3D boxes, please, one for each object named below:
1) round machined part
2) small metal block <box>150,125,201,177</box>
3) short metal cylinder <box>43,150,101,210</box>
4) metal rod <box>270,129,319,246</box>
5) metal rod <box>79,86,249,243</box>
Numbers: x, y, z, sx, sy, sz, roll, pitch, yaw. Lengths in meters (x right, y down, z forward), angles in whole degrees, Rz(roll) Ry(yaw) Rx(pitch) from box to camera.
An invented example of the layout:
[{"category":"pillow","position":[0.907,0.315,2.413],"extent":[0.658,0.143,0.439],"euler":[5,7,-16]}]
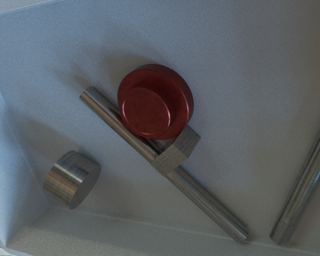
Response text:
[{"category":"round machined part","position":[-0.011,-0.026,0.386],"extent":[0.098,0.042,0.097],"euler":[13,124,20]},{"category":"small metal block","position":[0.020,0.029,0.398],"extent":[0.025,0.050,0.050],"euler":[44,129,-3]},{"category":"short metal cylinder","position":[-0.139,0.082,0.495],"extent":[0.050,0.080,0.079],"euler":[30,128,8]},{"category":"metal rod","position":[0.175,0.025,0.331],"extent":[0.025,0.025,0.298],"euler":[19,126,17]},{"category":"metal rod","position":[0.007,0.052,0.435],"extent":[0.300,0.025,0.025],"euler":[42,129,-2]}]
